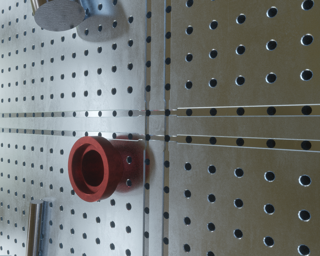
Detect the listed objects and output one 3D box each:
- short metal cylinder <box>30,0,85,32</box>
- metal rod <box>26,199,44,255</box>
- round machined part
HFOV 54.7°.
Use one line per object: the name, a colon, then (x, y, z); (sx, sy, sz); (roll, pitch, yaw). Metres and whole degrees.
short metal cylinder: (-0.170, -0.205, 0.510); (0.080, 0.081, 0.050); (-28, 73, 36)
metal rod: (-0.257, 0.291, 0.617); (0.025, 0.025, 0.298); (11, 97, 39)
round machined part: (-0.094, 0.060, 0.474); (0.098, 0.042, 0.097); (0, 90, 39)
